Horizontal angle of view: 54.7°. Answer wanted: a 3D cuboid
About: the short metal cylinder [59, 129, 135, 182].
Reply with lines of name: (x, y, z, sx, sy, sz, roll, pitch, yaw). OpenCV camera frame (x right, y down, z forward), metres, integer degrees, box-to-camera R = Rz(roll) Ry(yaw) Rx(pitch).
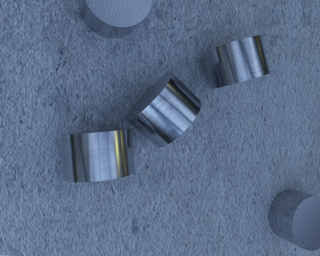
short metal cylinder: (-0.071, 0.029, 0.354, 0.081, 0.080, 0.050, -5, 92, -20)

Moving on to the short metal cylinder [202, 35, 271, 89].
short metal cylinder: (0.102, -0.087, 0.417, 0.081, 0.080, 0.050, -18, 96, -19)

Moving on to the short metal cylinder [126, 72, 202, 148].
short metal cylinder: (0.004, -0.022, 0.381, 0.050, 0.080, 0.080, 43, 77, -15)

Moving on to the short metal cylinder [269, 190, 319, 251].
short metal cylinder: (0.216, 0.139, 0.476, 0.081, 0.050, 0.080, 0, 90, -20)

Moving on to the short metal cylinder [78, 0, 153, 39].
short metal cylinder: (-0.055, -0.155, 0.375, 0.081, 0.050, 0.080, 0, 90, -20)
